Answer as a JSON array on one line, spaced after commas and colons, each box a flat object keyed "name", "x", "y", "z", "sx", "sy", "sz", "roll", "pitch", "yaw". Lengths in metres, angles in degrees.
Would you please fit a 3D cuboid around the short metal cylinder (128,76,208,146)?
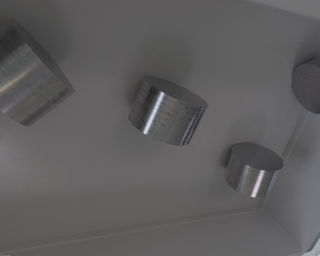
[{"name": "short metal cylinder", "x": 0.009, "y": -0.021, "z": 0.365, "sx": 0.081, "sy": 0.080, "sz": 0.050, "roll": 12, "pitch": 112, "yaw": -33}]

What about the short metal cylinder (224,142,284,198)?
[{"name": "short metal cylinder", "x": 0.148, "y": 0.065, "z": 0.494, "sx": 0.081, "sy": 0.080, "sz": 0.050, "roll": -4, "pitch": 120, "yaw": -27}]

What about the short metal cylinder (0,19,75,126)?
[{"name": "short metal cylinder", "x": -0.123, "y": -0.048, "z": 0.276, "sx": 0.050, "sy": 0.080, "sz": 0.080, "roll": -39, "pitch": 129, "yaw": -2}]

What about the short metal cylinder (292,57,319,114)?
[{"name": "short metal cylinder", "x": 0.248, "y": -0.067, "z": 0.466, "sx": 0.050, "sy": 0.080, "sz": 0.080, "roll": -24, "pitch": 127, "yaw": -14}]
